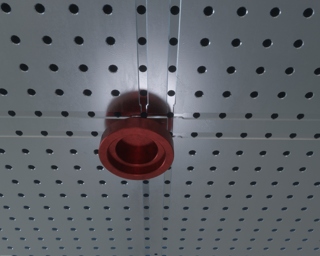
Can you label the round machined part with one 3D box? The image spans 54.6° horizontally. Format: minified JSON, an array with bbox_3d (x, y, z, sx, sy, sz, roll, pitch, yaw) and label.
[{"bbox_3d":[-0.031,0.023,0.420,0.099,0.042,0.097,0,130,0],"label":"round machined part"}]
